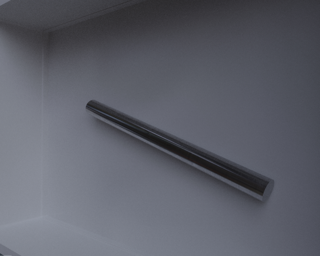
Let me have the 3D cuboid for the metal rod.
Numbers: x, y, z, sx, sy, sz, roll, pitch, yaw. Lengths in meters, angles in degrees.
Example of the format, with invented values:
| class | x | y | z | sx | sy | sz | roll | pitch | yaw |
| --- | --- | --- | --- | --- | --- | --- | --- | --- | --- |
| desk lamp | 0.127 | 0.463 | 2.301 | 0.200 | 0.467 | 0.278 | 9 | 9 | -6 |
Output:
| class | x | y | z | sx | sy | sz | roll | pitch | yaw |
| --- | --- | --- | --- | --- | --- | --- | --- | --- | --- |
| metal rod | 0.001 | 0.015 | 0.405 | 0.300 | 0.025 | 0.025 | 24 | 105 | 37 |
